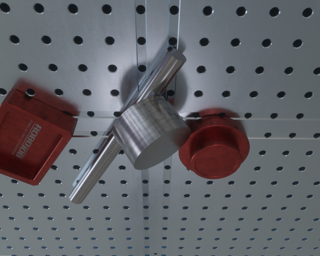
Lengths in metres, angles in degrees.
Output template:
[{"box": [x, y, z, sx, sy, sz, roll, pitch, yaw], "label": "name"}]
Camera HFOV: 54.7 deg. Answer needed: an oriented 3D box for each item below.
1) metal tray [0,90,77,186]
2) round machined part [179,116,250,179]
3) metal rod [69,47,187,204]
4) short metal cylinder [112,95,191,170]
[{"box": [-0.184, 0.019, 0.422, 0.090, 0.030, 0.129, 28, 125, -22], "label": "metal tray"}, {"box": [0.075, 0.034, 0.430, 0.099, 0.042, 0.097, 0, 130, 0], "label": "round machined part"}, {"box": [-0.059, 0.016, 0.424, 0.025, 0.025, 0.298, 25, 126, -20], "label": "metal rod"}, {"box": [-0.010, 0.007, 0.375, 0.080, 0.050, 0.080, -30, 157, -14], "label": "short metal cylinder"}]
